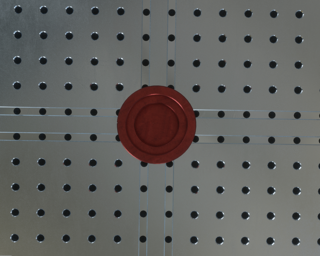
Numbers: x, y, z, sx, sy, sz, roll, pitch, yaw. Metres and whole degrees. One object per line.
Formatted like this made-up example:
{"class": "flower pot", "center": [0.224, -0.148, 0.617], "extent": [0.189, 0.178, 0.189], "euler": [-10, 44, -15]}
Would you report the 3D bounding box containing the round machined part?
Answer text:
{"class": "round machined part", "center": [-0.004, -0.004, 0.404], "extent": [0.099, 0.042, 0.097], "euler": [0, 90, 0]}
